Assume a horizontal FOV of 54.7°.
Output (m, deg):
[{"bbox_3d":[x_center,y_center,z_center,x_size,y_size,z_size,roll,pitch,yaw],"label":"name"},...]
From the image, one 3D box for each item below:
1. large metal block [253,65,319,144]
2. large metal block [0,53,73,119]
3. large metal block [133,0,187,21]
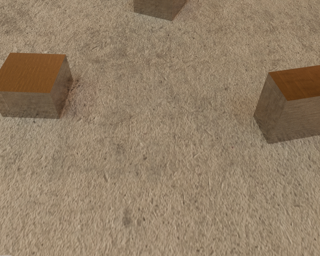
[{"bbox_3d":[0.175,-0.029,0.393,0.081,0.080,0.050,-9,51,-8],"label":"large metal block"},{"bbox_3d":[-0.177,-0.060,0.436,0.080,0.050,0.080,2,50,2],"label":"large metal block"},{"bbox_3d":[0.002,-0.260,0.605,0.080,0.050,0.080,18,52,15],"label":"large metal block"}]
